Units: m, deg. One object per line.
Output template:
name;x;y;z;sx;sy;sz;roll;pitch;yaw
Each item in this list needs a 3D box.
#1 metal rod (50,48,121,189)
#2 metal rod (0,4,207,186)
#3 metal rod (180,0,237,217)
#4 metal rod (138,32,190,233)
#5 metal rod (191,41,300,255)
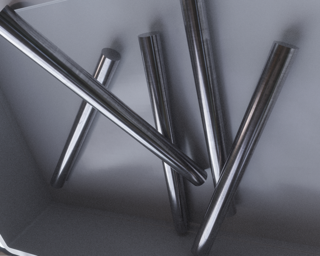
metal rod;-0.125;0.005;0.477;0.025;0.025;0.298;37;129;3
metal rod;-0.043;-0.014;0.346;0.025;0.025;0.301;-23;130;36
metal rod;0.061;-0.016;0.366;0.025;0.025;0.298;0;119;28
metal rod;0.011;0.025;0.417;0.025;0.025;0.298;4;121;26
metal rod;0.088;0.048;0.366;0.025;0.025;0.298;22;119;15
